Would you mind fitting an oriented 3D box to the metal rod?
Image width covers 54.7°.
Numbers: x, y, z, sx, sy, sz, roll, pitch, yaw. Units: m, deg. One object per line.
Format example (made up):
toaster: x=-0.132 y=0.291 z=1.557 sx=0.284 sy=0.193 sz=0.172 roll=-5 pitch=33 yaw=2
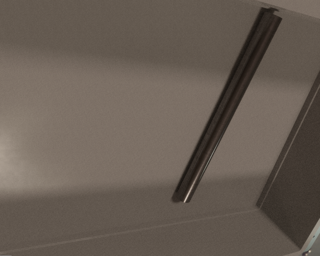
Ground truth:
metal rod: x=0.092 y=-0.017 z=0.450 sx=0.025 sy=0.025 sz=0.298 roll=10 pitch=114 yaw=-33
